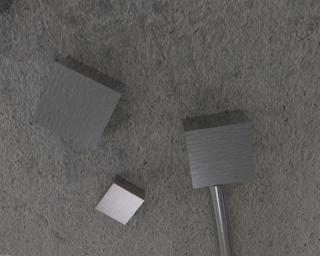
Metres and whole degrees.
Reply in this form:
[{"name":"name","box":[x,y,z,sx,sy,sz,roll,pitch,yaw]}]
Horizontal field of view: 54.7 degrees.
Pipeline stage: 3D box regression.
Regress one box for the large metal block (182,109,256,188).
[{"name":"large metal block","box":[0.076,0.026,0.407,0.080,0.050,0.079,-9,110,3]}]

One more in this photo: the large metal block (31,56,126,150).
[{"name":"large metal block","box":[-0.098,-0.032,0.384,0.080,0.050,0.080,26,108,-10]}]

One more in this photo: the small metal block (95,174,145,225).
[{"name":"small metal block","box":[-0.057,0.104,0.447,0.050,0.025,0.050,33,107,-12]}]

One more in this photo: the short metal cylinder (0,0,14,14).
[{"name":"short metal cylinder","box":[-0.206,-0.162,0.335,0.081,0.050,0.079,0,110,0]}]

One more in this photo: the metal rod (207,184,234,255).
[{"name":"metal rod","box":[0.106,0.213,0.489,0.025,0.025,0.298,-10,110,3]}]
